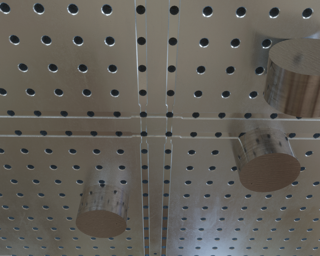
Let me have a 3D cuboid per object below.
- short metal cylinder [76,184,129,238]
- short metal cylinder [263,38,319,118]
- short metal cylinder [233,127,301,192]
[{"bbox_3d":[-0.093,0.138,0.512,0.081,0.050,0.079,0,130,0],"label":"short metal cylinder"},{"bbox_3d":[0.155,-0.055,0.330,0.080,0.080,0.050,-4,130,3],"label":"short metal cylinder"},{"bbox_3d":[0.148,0.046,0.435,0.081,0.050,0.079,0,130,0],"label":"short metal cylinder"}]
